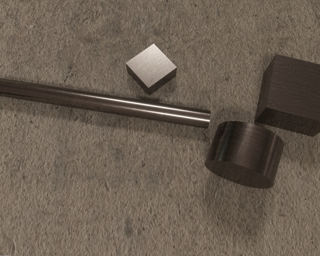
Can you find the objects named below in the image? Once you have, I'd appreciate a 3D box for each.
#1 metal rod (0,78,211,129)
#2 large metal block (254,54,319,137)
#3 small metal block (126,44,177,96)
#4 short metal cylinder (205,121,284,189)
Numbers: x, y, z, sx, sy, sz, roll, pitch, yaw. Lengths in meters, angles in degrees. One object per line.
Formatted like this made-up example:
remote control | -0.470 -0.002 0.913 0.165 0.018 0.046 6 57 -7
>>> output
metal rod | -0.084 -0.035 0.419 0.302 0.025 0.025 9 70 3
large metal block | 0.180 -0.043 0.413 0.080 0.050 0.080 15 71 5
small metal block | -0.012 -0.082 0.438 0.050 0.025 0.050 -38 75 -13
short metal cylinder | 0.100 0.033 0.368 0.080 0.080 0.050 21 71 7
